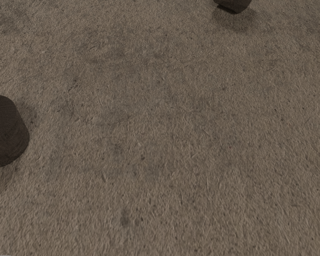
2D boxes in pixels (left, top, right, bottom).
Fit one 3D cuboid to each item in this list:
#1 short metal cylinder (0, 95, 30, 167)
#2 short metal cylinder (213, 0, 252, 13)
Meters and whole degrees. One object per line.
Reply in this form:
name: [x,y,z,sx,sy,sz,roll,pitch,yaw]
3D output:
short metal cylinder: [-0.210,0.004,0.381,0.081,0.050,0.080,0,50,0]
short metal cylinder: [0.146,-0.271,0.597,0.050,0.080,0.080,37,59,26]
